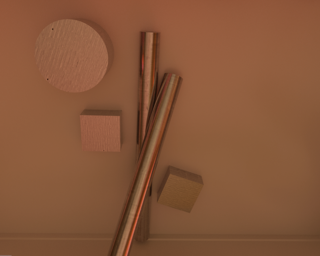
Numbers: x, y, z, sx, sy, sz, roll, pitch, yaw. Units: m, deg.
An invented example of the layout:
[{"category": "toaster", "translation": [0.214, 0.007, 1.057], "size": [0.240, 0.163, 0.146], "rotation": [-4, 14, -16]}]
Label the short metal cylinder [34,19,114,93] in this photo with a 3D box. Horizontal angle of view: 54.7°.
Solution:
[{"category": "short metal cylinder", "translation": [-0.098, -0.087, 0.365], "size": [0.081, 0.050, 0.079], "rotation": [0, 110, -1]}]

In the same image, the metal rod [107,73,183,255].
[{"category": "metal rod", "translation": [-0.027, 0.077, 0.375], "size": [0.025, 0.025, 0.299], "rotation": [18, 84, -7]}]

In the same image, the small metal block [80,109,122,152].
[{"category": "small metal block", "translation": [-0.077, 0.003, 0.411], "size": [0.050, 0.025, 0.050], "rotation": [1, 110, -1]}]

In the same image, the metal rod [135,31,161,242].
[{"category": "metal rod", "translation": [-0.020, 0.025, 0.420], "size": [0.025, 0.025, 0.298], "rotation": [3, 110, -2]}]

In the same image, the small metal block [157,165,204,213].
[{"category": "small metal block", "translation": [0.028, 0.088, 0.444], "size": [0.050, 0.025, 0.050], "rotation": [19, 109, -8]}]
